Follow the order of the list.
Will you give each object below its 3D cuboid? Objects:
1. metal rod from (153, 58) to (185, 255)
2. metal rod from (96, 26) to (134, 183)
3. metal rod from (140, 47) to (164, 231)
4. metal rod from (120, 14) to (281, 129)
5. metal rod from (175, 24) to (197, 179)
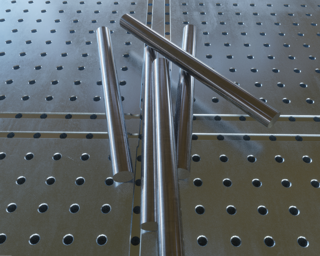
[{"bbox_3d":[0.006,0.022,0.363,0.025,0.025,0.300,-1,51,-2],"label":"metal rod"},{"bbox_3d":[-0.071,-0.056,0.453,0.025,0.025,0.300,-8,51,-7],"label":"metal rod"},{"bbox_3d":[-0.011,-0.013,0.417,0.025,0.025,0.300,-1,50,-1],"label":"metal rod"},{"bbox_3d":[0.041,-0.096,0.454,0.025,0.025,0.300,-34,58,-25],"label":"metal rod"},{"bbox_3d":[0.039,-0.060,0.458,0.025,0.025,0.300,5,50,3],"label":"metal rod"}]
